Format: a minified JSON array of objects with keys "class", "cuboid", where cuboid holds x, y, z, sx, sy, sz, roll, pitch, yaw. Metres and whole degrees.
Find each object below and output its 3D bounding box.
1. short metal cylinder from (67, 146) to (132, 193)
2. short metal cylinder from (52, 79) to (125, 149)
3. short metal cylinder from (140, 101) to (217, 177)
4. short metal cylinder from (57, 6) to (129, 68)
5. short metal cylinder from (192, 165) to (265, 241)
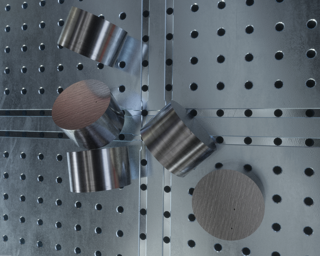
[{"class":"short metal cylinder","cuboid":[-0.080,0.052,0.410,0.080,0.080,0.050,-7,88,19]},{"class":"short metal cylinder","cuboid":[-0.094,-0.018,0.413,0.080,0.050,0.080,-8,56,12]},{"class":"short metal cylinder","cuboid":[0.023,0.013,0.375,0.050,0.080,0.080,-43,77,15]},{"class":"short metal cylinder","cuboid":[-0.089,-0.120,0.413,0.080,0.080,0.050,27,99,17]},{"class":"short metal cylinder","cuboid":[0.083,0.086,0.370,0.080,0.050,0.079,0,90,19]}]
